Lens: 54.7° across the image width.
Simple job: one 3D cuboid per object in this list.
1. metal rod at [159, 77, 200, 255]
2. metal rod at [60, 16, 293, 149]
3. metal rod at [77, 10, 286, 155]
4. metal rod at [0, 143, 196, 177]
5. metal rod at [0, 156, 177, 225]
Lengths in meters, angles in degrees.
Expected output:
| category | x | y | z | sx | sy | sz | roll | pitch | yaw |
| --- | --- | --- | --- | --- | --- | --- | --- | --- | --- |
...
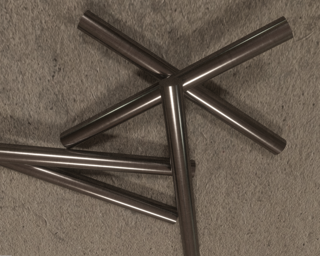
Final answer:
| category | x | y | z | sx | sy | sz | roll | pitch | yaw |
| --- | --- | --- | --- | --- | --- | --- | --- | --- | --- |
| metal rod | 0.031 | 0.077 | 0.410 | 0.025 | 0.025 | 0.298 | -7 | 121 | 2 |
| metal rod | 0.004 | -0.044 | 0.368 | 0.300 | 0.025 | 0.025 | -25 | 109 | 18 |
| metal rod | 0.036 | -0.050 | 0.391 | 0.301 | 0.025 | 0.025 | 31 | 107 | -11 |
| metal rod | -0.102 | 0.042 | 0.410 | 0.302 | 0.025 | 0.025 | 6 | 110 | -8 |
| metal rod | -0.116 | 0.077 | 0.436 | 0.302 | 0.025 | 0.025 | 21 | 109 | -8 |
